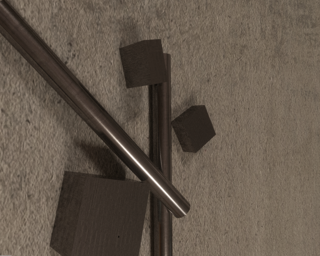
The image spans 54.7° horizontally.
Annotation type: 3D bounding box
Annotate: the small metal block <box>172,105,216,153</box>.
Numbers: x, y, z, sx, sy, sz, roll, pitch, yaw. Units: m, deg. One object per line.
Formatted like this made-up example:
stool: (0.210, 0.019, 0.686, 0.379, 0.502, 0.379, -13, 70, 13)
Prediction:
small metal block: (0.049, 0.001, 0.448, 0.050, 0.025, 0.050, -38, 113, -34)

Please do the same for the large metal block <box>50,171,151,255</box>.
large metal block: (-0.063, 0.093, 0.337, 0.081, 0.050, 0.080, 15, 80, -39)

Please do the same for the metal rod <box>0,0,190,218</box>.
metal rod: (-0.060, -0.002, 0.337, 0.300, 0.025, 0.025, 50, 60, -22)

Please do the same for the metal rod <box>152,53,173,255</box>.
metal rod: (0.003, 0.053, 0.409, 0.025, 0.025, 0.298, -1, 91, -40)

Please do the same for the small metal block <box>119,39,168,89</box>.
small metal block: (-0.020, -0.076, 0.373, 0.025, 0.050, 0.050, -17, 101, -39)
